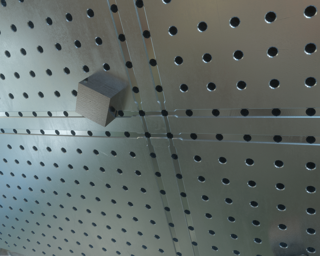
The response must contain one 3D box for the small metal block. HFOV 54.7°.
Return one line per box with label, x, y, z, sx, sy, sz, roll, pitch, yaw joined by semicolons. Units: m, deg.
small metal block;-0.088;-0.037;0.433;0.050;0.025;0.050;27;128;11
